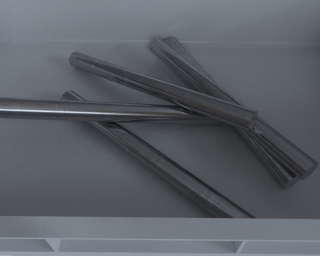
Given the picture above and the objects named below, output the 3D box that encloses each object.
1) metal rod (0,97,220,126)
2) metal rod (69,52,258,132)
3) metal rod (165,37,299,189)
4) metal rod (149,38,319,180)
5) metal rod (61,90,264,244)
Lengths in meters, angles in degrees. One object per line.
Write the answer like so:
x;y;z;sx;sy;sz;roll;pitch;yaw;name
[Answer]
-0.069;-0.020;0.386;0.302;0.025;0.025;2;49;-13;metal rod
-0.015;-0.059;0.423;0.300;0.025;0.025;23;53;29;metal rod
0.085;-0.041;0.440;0.025;0.025;0.300;-21;53;-17;metal rod
0.076;-0.044;0.414;0.025;0.025;0.300;-27;52;-21;metal rod
-0.015;0.033;0.377;0.300;0.025;0.025;33;57;24;metal rod
